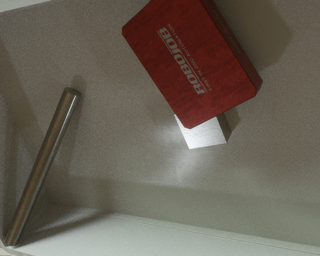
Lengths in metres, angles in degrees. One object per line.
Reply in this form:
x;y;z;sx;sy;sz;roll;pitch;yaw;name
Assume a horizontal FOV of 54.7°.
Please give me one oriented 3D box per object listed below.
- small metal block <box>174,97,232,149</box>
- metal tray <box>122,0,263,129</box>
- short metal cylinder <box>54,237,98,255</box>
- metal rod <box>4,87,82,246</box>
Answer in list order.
0.053;-0.005;0.377;0.050;0.025;0.050;-13;112;33;small metal block
0.031;-0.073;0.317;0.090;0.030;0.130;-29;98;36;metal tray
-0.179;0.280;0.660;0.080;0.050;0.079;13;124;20;short metal cylinder
-0.191;0.072;0.491;0.025;0.025;0.298;31;109;8;metal rod
